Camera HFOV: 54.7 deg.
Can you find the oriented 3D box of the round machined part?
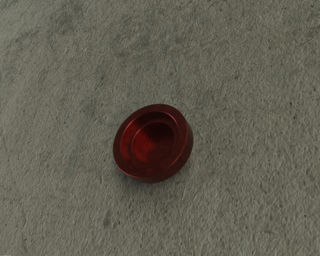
[{"bbox_3d":[-0.005,0.022,0.382,0.098,0.042,0.098,-13,56,20],"label":"round machined part"}]
